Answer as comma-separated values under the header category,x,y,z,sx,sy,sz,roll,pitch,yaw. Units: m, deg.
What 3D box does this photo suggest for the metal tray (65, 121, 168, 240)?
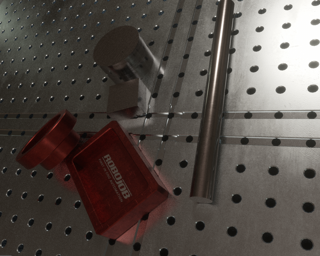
category,x,y,z,sx,sy,sz,roll,pitch,yaw
metal tray,-0.060,0.061,0.397,0.090,0.030,0.130,-39,51,1

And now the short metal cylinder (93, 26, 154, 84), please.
category,x,y,z,sx,sy,sz,roll,pitch,yaw
short metal cylinder,-0.057,-0.114,0.491,0.080,0.050,0.080,-13,56,20

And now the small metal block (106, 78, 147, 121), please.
category,x,y,z,sx,sy,sz,roll,pitch,yaw
small metal block,-0.048,-0.041,0.457,0.050,0.025,0.050,-13,56,20

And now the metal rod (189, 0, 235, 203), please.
category,x,y,z,sx,sy,sz,roll,pitch,yaw
metal rod,0.072,-0.053,0.402,0.025,0.025,0.299,-2,60,27

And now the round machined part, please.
category,x,y,z,sx,sy,sz,roll,pitch,yaw
round machined part,-0.154,0.022,0.445,0.098,0.042,0.098,-36,23,18
